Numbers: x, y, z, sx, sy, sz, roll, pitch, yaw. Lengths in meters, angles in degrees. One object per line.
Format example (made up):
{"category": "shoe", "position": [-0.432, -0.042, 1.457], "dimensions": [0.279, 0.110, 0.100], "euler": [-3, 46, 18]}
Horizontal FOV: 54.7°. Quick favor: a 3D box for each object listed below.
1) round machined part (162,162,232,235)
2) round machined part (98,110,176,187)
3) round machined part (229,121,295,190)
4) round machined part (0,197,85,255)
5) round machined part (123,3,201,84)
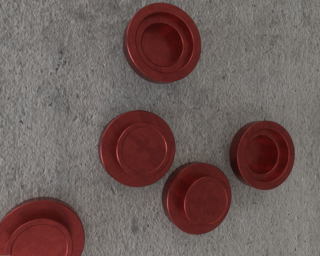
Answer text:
{"category": "round machined part", "position": [0.056, 0.097, 0.421], "dimensions": [0.099, 0.042, 0.097], "euler": [0, 90, -20]}
{"category": "round machined part", "position": [-0.025, 0.026, 0.391], "dimensions": [0.099, 0.042, 0.097], "euler": [0, 90, -20]}
{"category": "round machined part", "position": [0.143, 0.038, 0.453], "dimensions": [0.099, 0.042, 0.097], "euler": [0, 90, -20]}
{"category": "round machined part", "position": [-0.135, 0.131, 0.350], "dimensions": [0.099, 0.042, 0.097], "euler": [0, 90, -20]}
{"category": "round machined part", "position": [0.000, -0.105, 0.400], "dimensions": [0.099, 0.042, 0.097], "euler": [0, 90, -20]}
